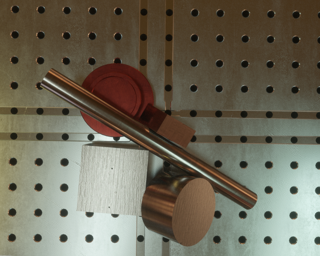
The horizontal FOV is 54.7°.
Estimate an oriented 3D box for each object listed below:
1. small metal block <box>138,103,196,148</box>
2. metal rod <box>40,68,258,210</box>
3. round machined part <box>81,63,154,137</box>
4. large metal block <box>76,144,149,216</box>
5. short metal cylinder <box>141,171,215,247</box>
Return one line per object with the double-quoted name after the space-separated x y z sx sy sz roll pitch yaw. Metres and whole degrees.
0.009 -0.003 0.391 0.050 0.050 0.025 28 94 -35 "small metal block"
-0.003 0.021 0.381 0.301 0.025 0.025 32 90 -13 "metal rod"
-0.057 -0.036 0.404 0.099 0.042 0.097 0 90 -1 "round machined part"
-0.057 0.063 0.398 0.081 0.050 0.079 5 90 -1 "large metal block"
0.024 0.097 0.380 0.081 0.050 0.079 -5 97 -45 "short metal cylinder"
